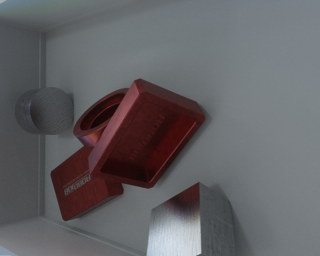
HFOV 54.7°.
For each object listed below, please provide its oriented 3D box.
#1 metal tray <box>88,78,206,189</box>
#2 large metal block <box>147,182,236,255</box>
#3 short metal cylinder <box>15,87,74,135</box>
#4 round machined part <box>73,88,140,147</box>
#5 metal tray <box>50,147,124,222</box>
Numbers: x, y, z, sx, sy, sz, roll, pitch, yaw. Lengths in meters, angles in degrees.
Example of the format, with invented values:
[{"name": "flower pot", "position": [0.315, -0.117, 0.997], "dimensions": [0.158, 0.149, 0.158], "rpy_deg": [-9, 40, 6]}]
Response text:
[{"name": "metal tray", "position": [-0.018, 0.013, 0.375], "dimensions": [0.129, 0.091, 0.030], "rpy_deg": [-55, 34, 25]}, {"name": "large metal block", "position": [0.032, 0.119, 0.338], "dimensions": [0.080, 0.050, 0.080], "rpy_deg": [-38, 29, 33]}, {"name": "short metal cylinder", "position": [-0.196, -0.028, 0.530], "dimensions": [0.050, 0.081, 0.079], "rpy_deg": [0, 90, 40]}, {"name": "round machined part", "position": [-0.066, -0.008, 0.425], "dimensions": [0.098, 0.098, 0.042], "rpy_deg": [-10, 127, 39]}, {"name": "metal tray", "position": [-0.123, 0.087, 0.502], "dimensions": [0.130, 0.030, 0.090], "rpy_deg": [-34, 69, 34]}]
